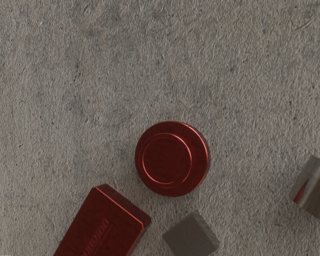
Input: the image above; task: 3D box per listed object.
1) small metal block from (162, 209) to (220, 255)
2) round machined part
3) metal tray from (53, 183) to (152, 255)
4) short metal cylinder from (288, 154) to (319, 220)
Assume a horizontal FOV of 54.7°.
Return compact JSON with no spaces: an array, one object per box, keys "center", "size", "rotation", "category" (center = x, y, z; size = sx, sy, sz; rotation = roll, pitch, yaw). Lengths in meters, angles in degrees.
[{"center":[0.040,0.141,0.394],"size":[0.050,0.025,0.050],"rotation":[-39,78,15],"category":"small metal block"},{"center":[0.012,0.039,0.395],"size":[0.098,0.042,0.097],"rotation":[0,90,19],"category":"round machined part"},{"center":[-0.082,0.156,0.434],"size":[0.090,0.030,0.129],"rotation":[34,100,16],"category":"metal tray"},{"center":[0.182,0.068,0.316],"size":[0.080,0.080,0.050],"rotation":[28,99,17],"category":"short metal cylinder"}]
